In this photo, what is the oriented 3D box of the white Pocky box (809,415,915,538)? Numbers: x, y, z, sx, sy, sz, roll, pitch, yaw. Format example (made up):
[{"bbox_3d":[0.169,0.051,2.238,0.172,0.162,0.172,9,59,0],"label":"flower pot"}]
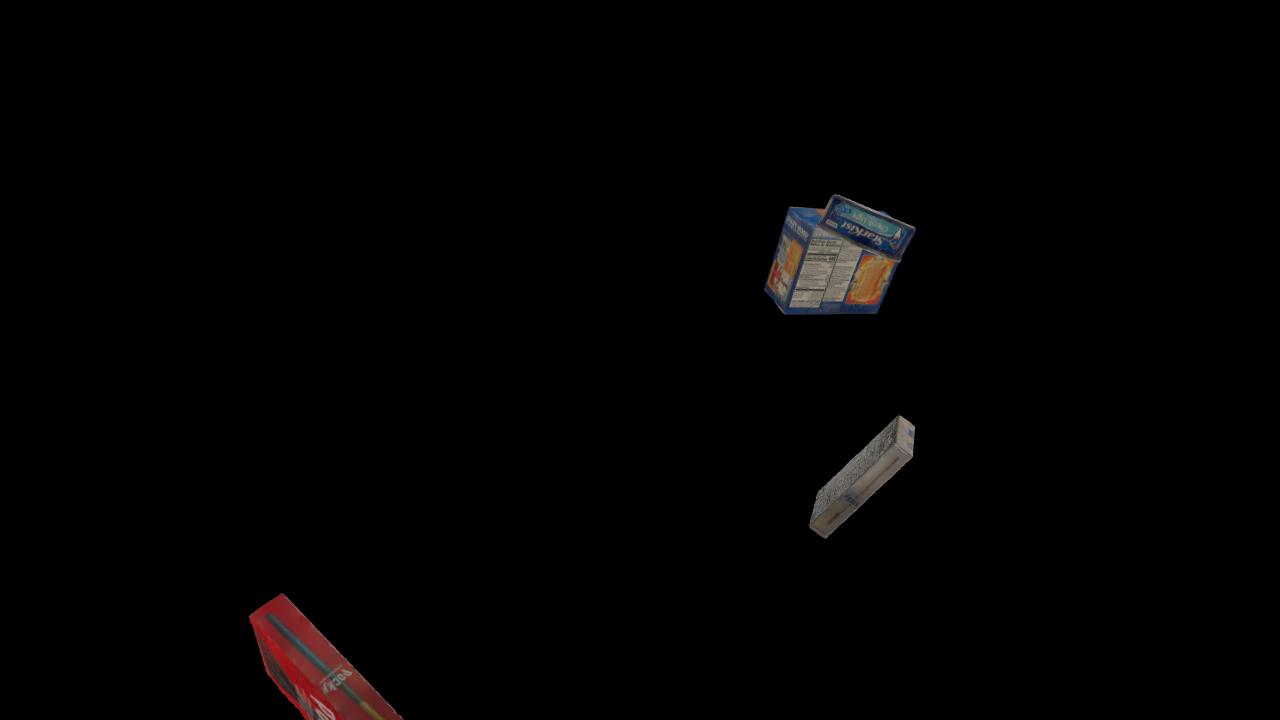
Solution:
[{"bbox_3d":[0.262,0.138,0.729,0.028,0.154,0.084,38,31,7],"label":"white Pocky box"}]

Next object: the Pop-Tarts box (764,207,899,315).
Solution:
[{"bbox_3d":[0.292,-0.148,0.926,0.167,0.141,0.083,-2,36,-18],"label":"Pop-Tarts box"}]

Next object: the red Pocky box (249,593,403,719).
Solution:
[{"bbox_3d":[-0.215,0.240,0.433,0.155,0.083,0.028,29,37,23],"label":"red Pocky box"}]

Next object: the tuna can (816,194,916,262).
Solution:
[{"bbox_3d":[0.210,-0.123,0.571,0.084,0.034,0.084,20,21,-8],"label":"tuna can"}]
